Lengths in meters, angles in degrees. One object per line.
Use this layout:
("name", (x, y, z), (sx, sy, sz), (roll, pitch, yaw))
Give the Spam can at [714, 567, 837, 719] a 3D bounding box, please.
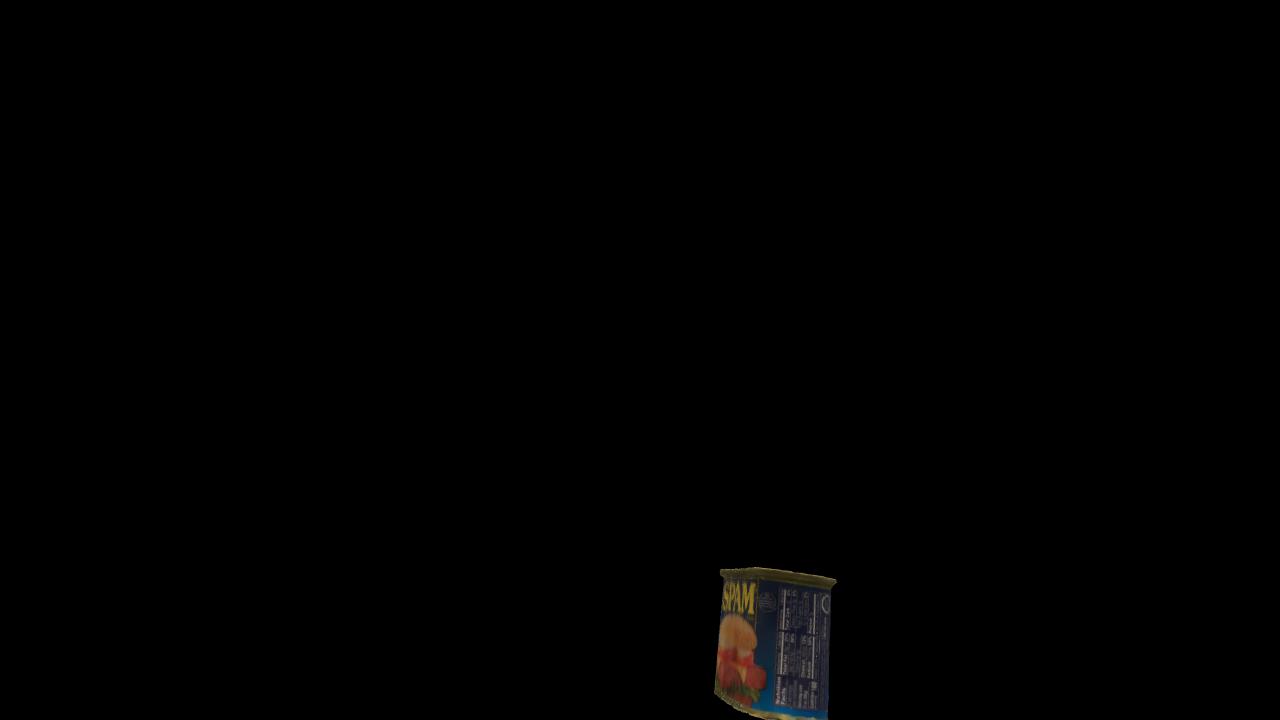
("Spam can", (0.088, 0.187, 0.412), (0.058, 0.085, 0.101), (10, -20, -6))
